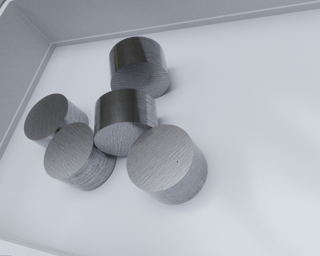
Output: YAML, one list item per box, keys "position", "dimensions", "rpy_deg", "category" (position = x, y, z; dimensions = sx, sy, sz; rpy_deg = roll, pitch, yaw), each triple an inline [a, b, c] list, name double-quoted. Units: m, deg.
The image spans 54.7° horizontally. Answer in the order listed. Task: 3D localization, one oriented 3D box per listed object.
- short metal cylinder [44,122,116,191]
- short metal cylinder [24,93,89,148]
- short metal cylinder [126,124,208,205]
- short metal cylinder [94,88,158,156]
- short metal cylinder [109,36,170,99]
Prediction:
- position: [-0.108, 0.039, 0.419]
  dimensions: [0.080, 0.050, 0.080]
  rpy_deg: [-14, 57, 22]
  category: "short metal cylinder"
- position: [-0.157, -0.006, 0.474]
  dimensions: [0.080, 0.050, 0.080]
  rpy_deg: [-13, 56, 20]
  category: "short metal cylinder"
- position: [0.009, 0.043, 0.358]
  dimensions: [0.080, 0.050, 0.080]
  rpy_deg: [-13, 56, 20]
  category: "short metal cylinder"
- position: [-0.042, -0.005, 0.394]
  dimensions: [0.080, 0.080, 0.050]
  rpy_deg: [-19, 55, 17]
  category: "short metal cylinder"
- position: [-0.030, -0.080, 0.434]
  dimensions: [0.080, 0.080, 0.050]
  rpy_deg: [-21, 54, 15]
  category: "short metal cylinder"
